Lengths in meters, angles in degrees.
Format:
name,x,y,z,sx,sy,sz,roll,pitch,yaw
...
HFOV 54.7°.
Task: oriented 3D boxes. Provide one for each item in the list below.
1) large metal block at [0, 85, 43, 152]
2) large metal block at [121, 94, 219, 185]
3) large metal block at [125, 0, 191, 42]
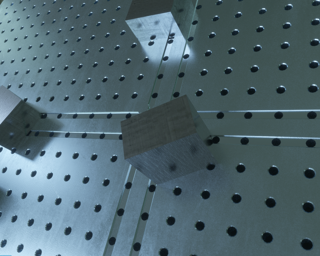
name,x,y,z,sx,sy,sz,roll,pitch,yaw
large metal block,-0.267,-0.018,0.540,0.080,0.050,0.080,29,77,37
large metal block,0.012,0.017,0.355,0.080,0.080,0.050,-22,54,15
large metal block,-0.001,-0.194,0.511,0.080,0.050,0.080,0,62,27
